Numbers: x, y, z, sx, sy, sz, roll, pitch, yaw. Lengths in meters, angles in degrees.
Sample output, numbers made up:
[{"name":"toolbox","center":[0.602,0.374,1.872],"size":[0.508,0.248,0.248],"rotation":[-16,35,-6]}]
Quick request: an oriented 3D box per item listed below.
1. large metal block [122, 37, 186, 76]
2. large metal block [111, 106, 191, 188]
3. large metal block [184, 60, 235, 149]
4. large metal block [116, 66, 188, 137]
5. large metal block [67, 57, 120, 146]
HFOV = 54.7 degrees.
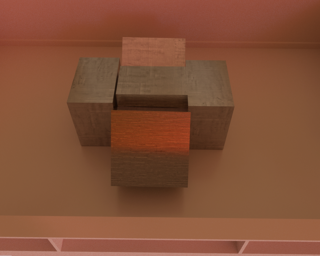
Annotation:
[{"name":"large metal block","center":[-0.007,-0.089,0.435],"size":[0.080,0.080,0.050],"rotation":[1,88,1]},{"name":"large metal block","center":[-0.010,0.019,0.343],"size":[0.081,0.079,0.050],"rotation":[1,8,-1]},{"name":"large metal block","center":[0.057,-0.029,0.392],"size":[0.050,0.080,0.080],"rotation":[1,50,1]},{"name":"large metal block","center":[-0.009,-0.031,0.394],"size":[0.080,0.080,0.050],"rotation":[1,50,0]},{"name":"large metal block","center":[-0.076,-0.033,0.395],"size":[0.050,0.080,0.080],"rotation":[1,50,0]}]
